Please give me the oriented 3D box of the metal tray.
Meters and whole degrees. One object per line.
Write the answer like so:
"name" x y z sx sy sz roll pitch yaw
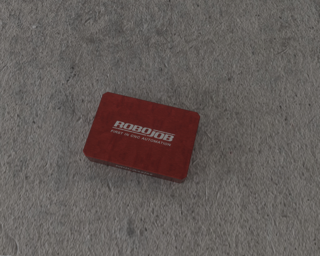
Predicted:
"metal tray" -0.021 0.012 0.401 0.131 0.030 0.090 13 70 5
